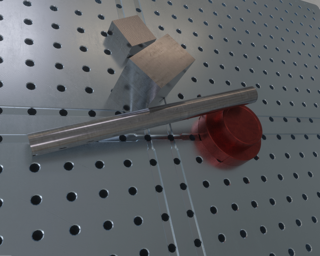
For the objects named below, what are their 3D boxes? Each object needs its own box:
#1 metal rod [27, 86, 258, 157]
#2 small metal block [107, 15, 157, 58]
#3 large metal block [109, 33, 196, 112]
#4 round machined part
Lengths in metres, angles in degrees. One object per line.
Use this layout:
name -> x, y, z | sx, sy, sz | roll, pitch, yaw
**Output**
metal rod -> -0.002, -0.015, 0.385 | 0.302, 0.025, 0.025 | -14, 69, -24
small metal block -> -0.043, -0.140, 0.471 | 0.050, 0.025, 0.050 | -30, 78, -38
large metal block -> -0.011, -0.065, 0.407 | 0.050, 0.080, 0.080 | 44, 51, 2
round machined part -> 0.110, 0.002, 0.455 | 0.099, 0.042, 0.098 | 14, 56, -21
